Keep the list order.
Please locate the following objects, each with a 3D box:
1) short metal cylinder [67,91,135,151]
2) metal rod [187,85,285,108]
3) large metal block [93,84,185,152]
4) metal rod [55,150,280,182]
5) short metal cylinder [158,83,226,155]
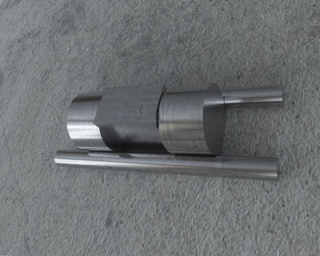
[{"bbox_3d":[-0.077,-0.009,0.416,0.050,0.080,0.080,-1,61,28],"label":"short metal cylinder"},{"bbox_3d":[0.008,-0.036,0.424,0.300,0.025,0.025,0,62,28],"label":"metal rod"},{"bbox_3d":[-0.020,-0.009,0.383,0.080,0.080,0.050,0,62,28],"label":"large metal block"},{"bbox_3d":[-0.012,0.043,0.386,0.300,0.025,0.025,0,62,28],"label":"metal rod"},{"bbox_3d":[0.039,-0.010,0.355,0.050,0.080,0.080,-1,61,28],"label":"short metal cylinder"}]
